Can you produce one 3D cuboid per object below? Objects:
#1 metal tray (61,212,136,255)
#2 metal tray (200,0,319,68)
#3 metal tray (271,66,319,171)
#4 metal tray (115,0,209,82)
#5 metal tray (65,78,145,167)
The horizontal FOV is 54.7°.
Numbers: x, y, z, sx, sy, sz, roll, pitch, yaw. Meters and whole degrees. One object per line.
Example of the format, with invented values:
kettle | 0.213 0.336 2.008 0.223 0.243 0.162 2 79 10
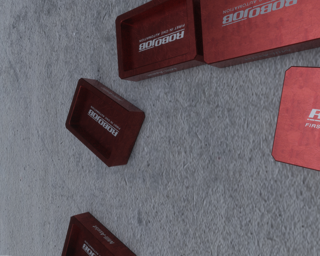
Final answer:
metal tray | -0.100 0.204 0.483 0.130 0.030 0.089 27 107 36
metal tray | 0.105 -0.118 0.315 0.130 0.030 0.089 -5 87 39
metal tray | 0.170 -0.003 0.261 0.130 0.030 0.089 12 98 39
metal tray | -0.001 -0.117 0.402 0.130 0.030 0.089 -6 86 39
metal tray | -0.089 -0.011 0.475 0.130 0.030 0.089 35 111 34
